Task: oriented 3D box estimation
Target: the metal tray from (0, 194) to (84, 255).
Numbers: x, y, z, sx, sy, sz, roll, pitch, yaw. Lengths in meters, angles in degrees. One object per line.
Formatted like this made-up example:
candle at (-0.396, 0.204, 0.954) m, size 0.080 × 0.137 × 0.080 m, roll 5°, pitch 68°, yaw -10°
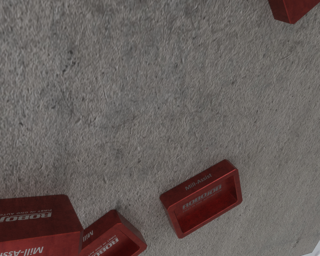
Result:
metal tray at (-0.161, 0.111, 0.342) m, size 0.131 × 0.090 × 0.030 m, roll 2°, pitch 105°, yaw -29°

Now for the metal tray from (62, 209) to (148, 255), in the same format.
metal tray at (-0.095, 0.192, 0.469) m, size 0.130 × 0.030 × 0.090 m, roll -36°, pitch 129°, yaw -4°

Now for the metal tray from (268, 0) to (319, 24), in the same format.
metal tray at (0.188, -0.205, 0.380) m, size 0.130 × 0.030 × 0.090 m, roll -41°, pitch 130°, yaw 0°

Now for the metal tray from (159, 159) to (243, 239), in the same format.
metal tray at (0.072, 0.119, 0.515) m, size 0.131 × 0.030 × 0.090 m, roll -27°, pitch 128°, yaw -12°
